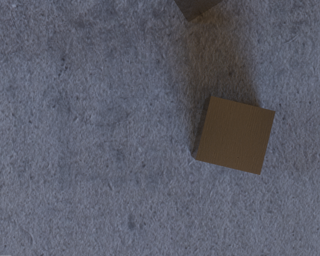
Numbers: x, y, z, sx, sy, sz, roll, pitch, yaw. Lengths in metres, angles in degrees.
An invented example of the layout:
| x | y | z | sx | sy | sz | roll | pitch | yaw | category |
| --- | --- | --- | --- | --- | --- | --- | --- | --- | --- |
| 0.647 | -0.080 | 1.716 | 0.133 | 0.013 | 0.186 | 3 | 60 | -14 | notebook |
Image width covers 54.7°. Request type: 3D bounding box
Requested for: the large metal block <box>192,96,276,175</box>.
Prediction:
| x | y | z | sx | sy | sz | roll | pitch | yaw | category |
| --- | --- | --- | --- | --- | --- | --- | --- | --- | --- |
| 0.091 | 0.009 | 0.399 | 0.080 | 0.050 | 0.080 | 14 | 90 | -1 | large metal block |

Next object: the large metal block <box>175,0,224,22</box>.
| x | y | z | sx | sy | sz | roll | pitch | yaw | category |
| --- | --- | --- | --- | --- | --- | --- | --- | --- | --- |
| 0.059 | -0.186 | 0.383 | 0.080 | 0.080 | 0.050 | -32 | 90 | 0 | large metal block |
